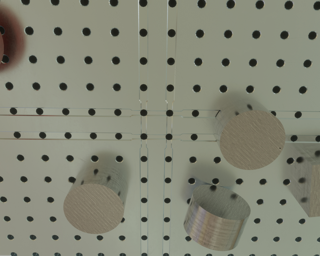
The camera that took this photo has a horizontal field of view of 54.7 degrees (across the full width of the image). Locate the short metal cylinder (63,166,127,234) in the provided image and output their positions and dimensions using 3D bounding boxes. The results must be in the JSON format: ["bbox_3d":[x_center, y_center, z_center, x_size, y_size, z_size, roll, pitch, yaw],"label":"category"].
[{"bbox_3d":[-0.088,0.100,0.436,0.081,0.050,0.079,0,110,0],"label":"short metal cylinder"}]

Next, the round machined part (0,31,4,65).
[{"bbox_3d":[-0.234,-0.100,0.359,0.099,0.042,0.097,-4,114,-9],"label":"round machined part"}]

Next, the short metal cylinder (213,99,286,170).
[{"bbox_3d":[0.114,0.008,0.404,0.081,0.050,0.079,0,110,0],"label":"short metal cylinder"}]

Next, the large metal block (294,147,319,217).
[{"bbox_3d":[0.238,0.071,0.428,0.080,0.050,0.079,-6,110,2],"label":"large metal block"}]

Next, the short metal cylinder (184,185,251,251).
[{"bbox_3d":[0.078,0.122,0.430,0.080,0.080,0.050,12,110,-5],"label":"short metal cylinder"}]
